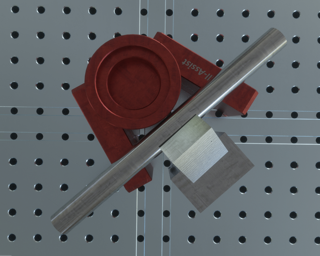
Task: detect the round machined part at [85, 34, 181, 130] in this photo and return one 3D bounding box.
[{"bbox_3d":[-0.028,-0.047,0.336,0.099,0.042,0.097,0,90,-1],"label":"round machined part"}]

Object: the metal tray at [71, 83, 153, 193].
[{"bbox_3d":[-0.053,0.008,0.380,0.030,0.090,0.130,-29,90,0],"label":"metal tray"}]

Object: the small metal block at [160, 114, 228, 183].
[{"bbox_3d":[0.036,0.023,0.320,0.050,0.050,0.025,-43,46,0],"label":"small metal block"}]

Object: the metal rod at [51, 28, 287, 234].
[{"bbox_3d":[0.010,0.003,0.323,0.300,0.025,0.025,-41,91,-1],"label":"metal rod"}]

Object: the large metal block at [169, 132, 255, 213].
[{"bbox_3d":[0.058,0.049,0.383,0.080,0.080,0.050,-41,91,0],"label":"large metal block"}]

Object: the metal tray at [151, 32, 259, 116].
[{"bbox_3d":[0.046,-0.061,0.380,0.130,0.090,0.030,31,91,-1],"label":"metal tray"}]
